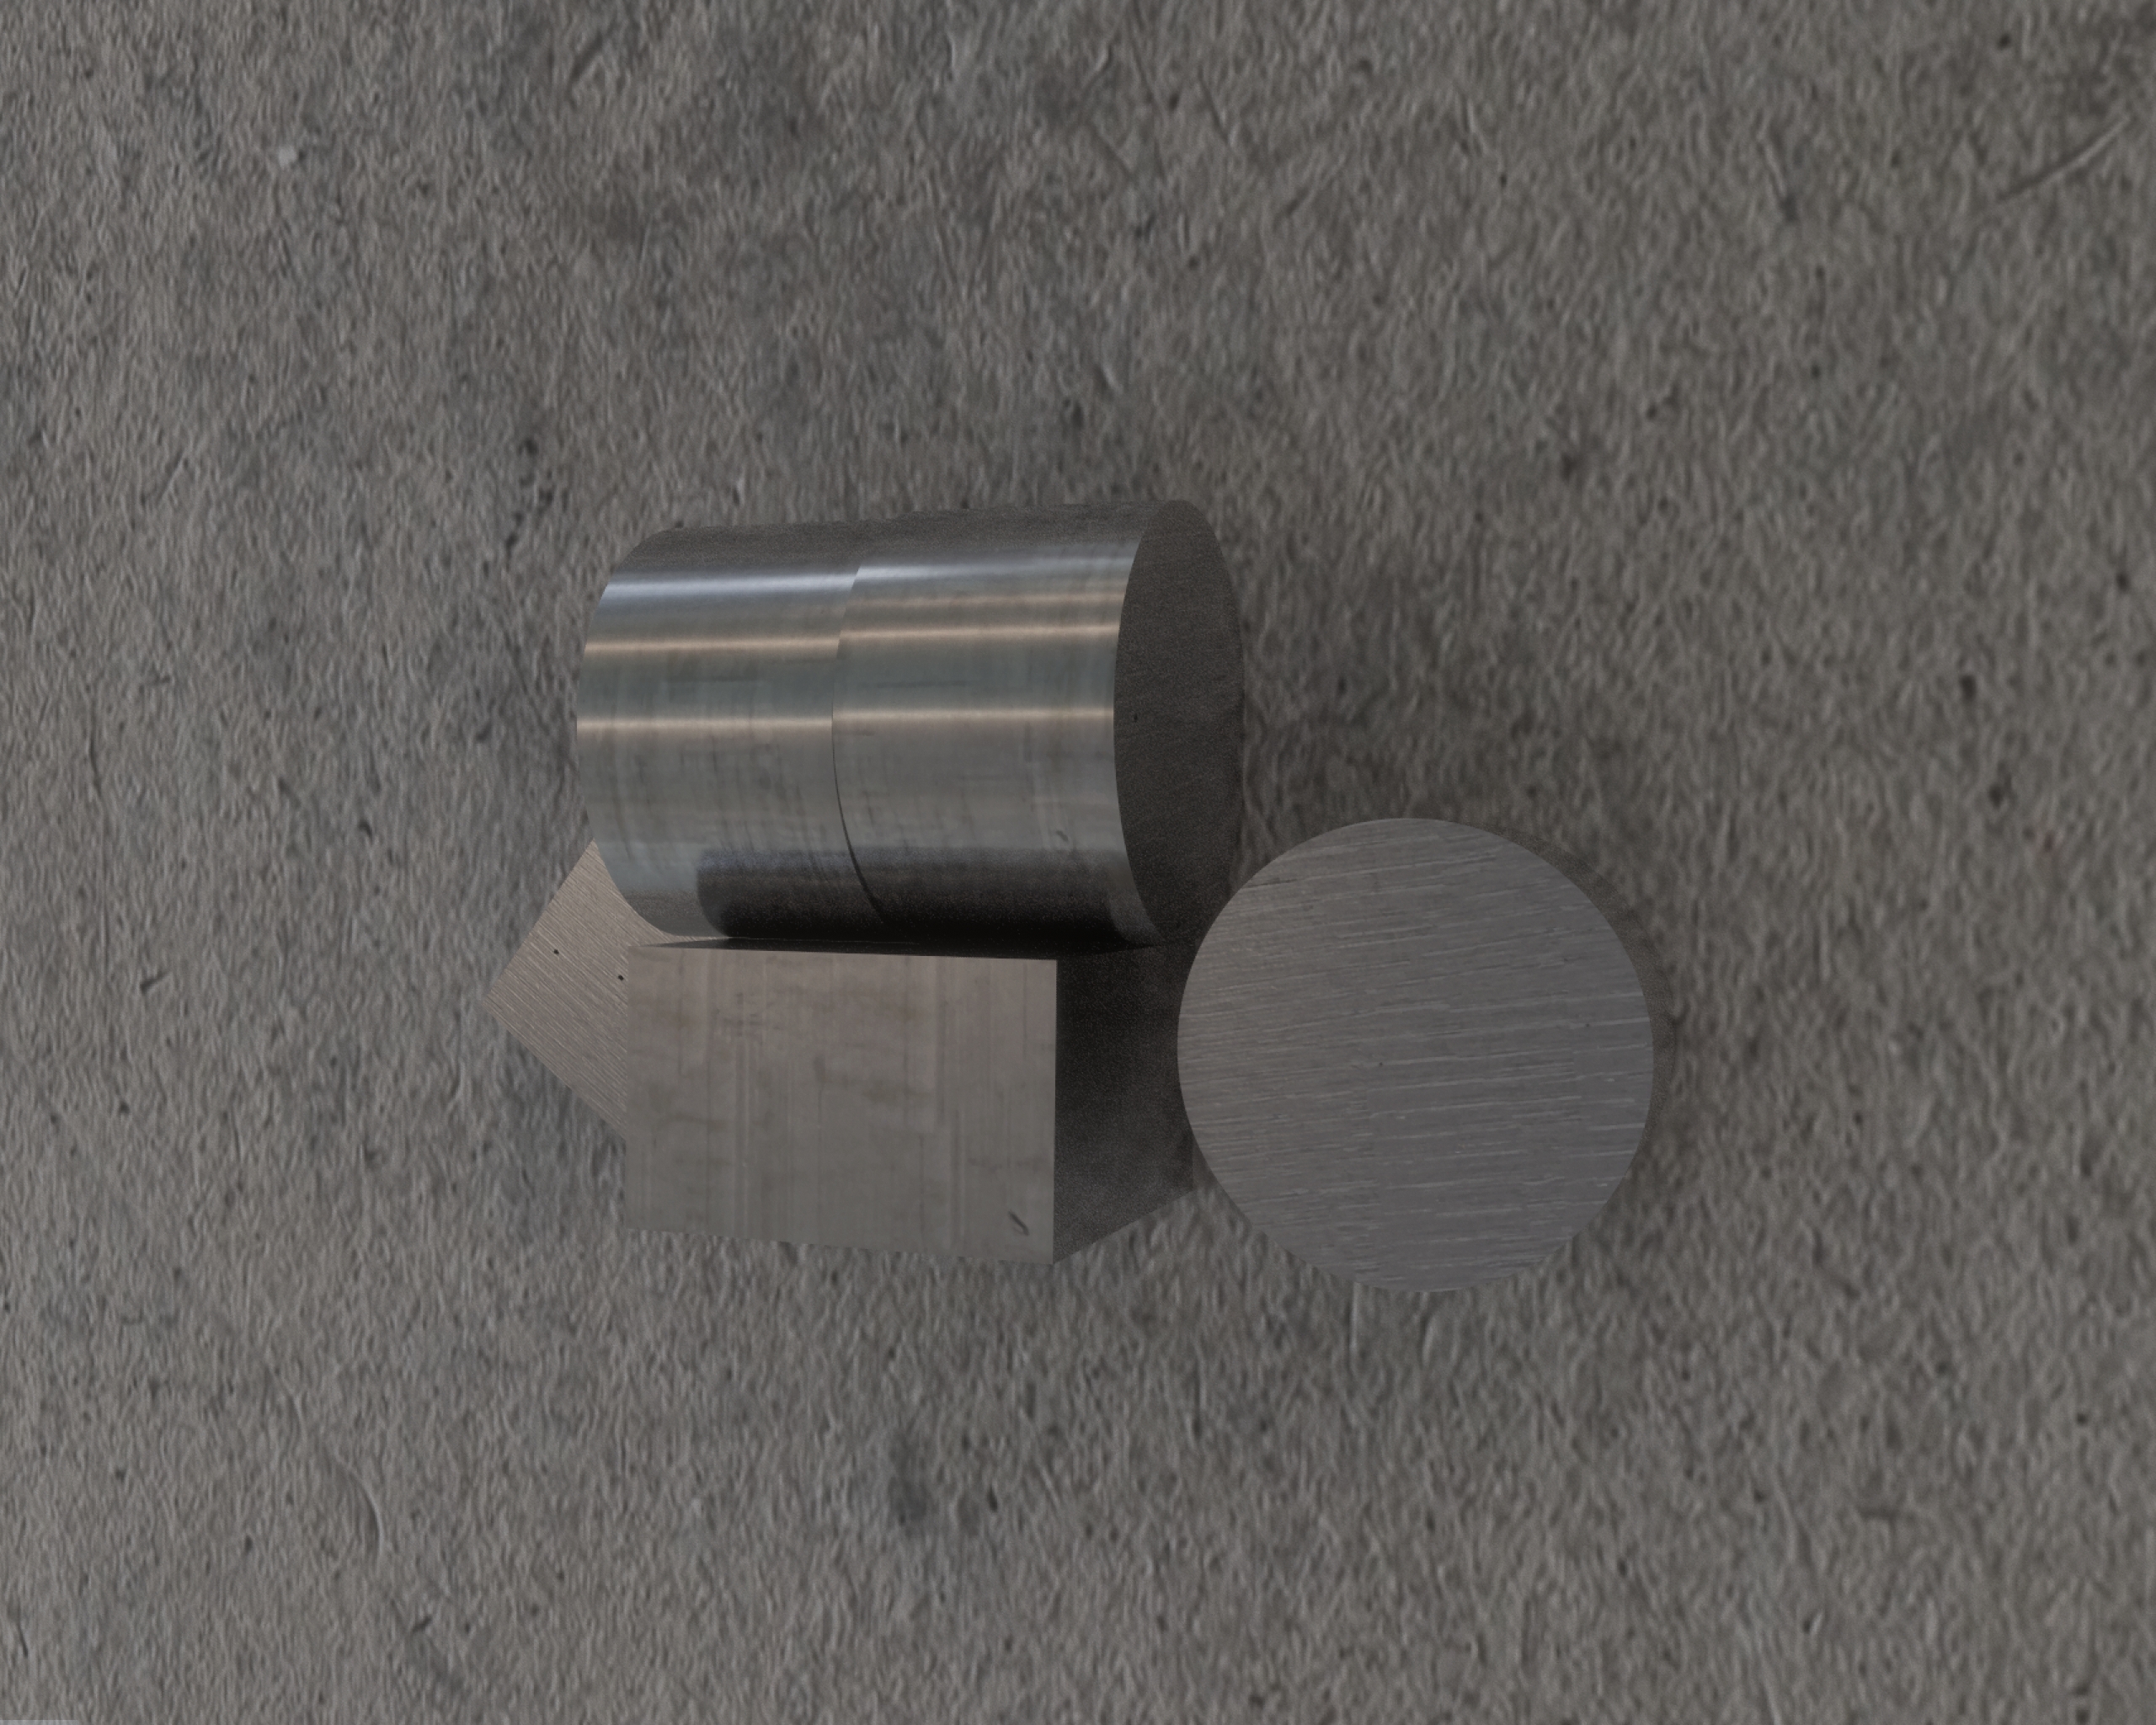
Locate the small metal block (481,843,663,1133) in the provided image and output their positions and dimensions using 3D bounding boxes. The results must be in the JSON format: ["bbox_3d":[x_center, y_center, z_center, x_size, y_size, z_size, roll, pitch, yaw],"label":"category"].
[{"bbox_3d":[-0.089,0.026,0.442,0.050,0.025,0.050,39,102,15],"label":"small metal block"}]

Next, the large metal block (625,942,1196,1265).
[{"bbox_3d":[-0.028,0.040,0.391,0.080,0.080,0.050,1,91,20],"label":"large metal block"}]

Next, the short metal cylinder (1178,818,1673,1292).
[{"bbox_3d":[0.064,0.032,0.374,0.080,0.050,0.079,0,90,20],"label":"short metal cylinder"}]

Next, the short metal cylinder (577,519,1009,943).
[{"bbox_3d":[-0.051,-0.025,0.400,0.050,0.080,0.079,1,90,20],"label":"short metal cylinder"}]

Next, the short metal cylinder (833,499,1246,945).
[{"bbox_3d":[-0.004,-0.025,0.383,0.050,0.080,0.079,1,90,20],"label":"short metal cylinder"}]
